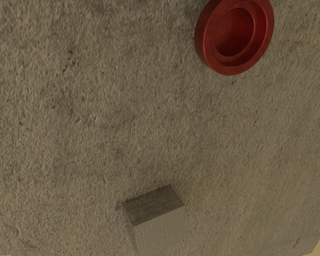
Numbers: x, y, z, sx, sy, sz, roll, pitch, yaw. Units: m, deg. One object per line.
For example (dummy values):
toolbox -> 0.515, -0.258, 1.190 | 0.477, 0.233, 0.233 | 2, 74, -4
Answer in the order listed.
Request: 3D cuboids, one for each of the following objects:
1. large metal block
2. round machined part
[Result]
large metal block -> -0.007, 0.144, 0.476 | 0.081, 0.050, 0.079 | -18, 126, -18
round machined part -> 0.083, -0.116, 0.370 | 0.099, 0.042, 0.097 | -14, 124, -21
